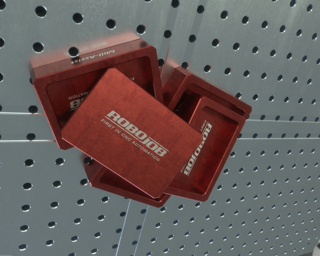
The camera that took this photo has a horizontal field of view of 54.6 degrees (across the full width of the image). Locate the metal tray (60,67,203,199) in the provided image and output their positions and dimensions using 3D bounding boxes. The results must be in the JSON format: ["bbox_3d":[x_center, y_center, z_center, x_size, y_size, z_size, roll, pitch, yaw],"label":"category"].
[{"bbox_3d":[-0.029,0.006,0.343,0.130,0.030,0.090,37,90,-17],"label":"metal tray"}]

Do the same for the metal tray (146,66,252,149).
[{"bbox_3d":[0.056,-0.017,0.426,0.131,0.030,0.090,21,107,-35],"label":"metal tray"}]

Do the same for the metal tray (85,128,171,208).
[{"bbox_3d":[-0.024,0.054,0.428,0.131,0.030,0.090,29,102,-38],"label":"metal tray"}]

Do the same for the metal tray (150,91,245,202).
[{"bbox_3d":[0.050,0.028,0.411,0.090,0.030,0.129,22,95,-36],"label":"metal tray"}]

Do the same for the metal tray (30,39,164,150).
[{"bbox_3d":[-0.064,-0.038,0.349,0.131,0.030,0.090,-20,126,-16],"label":"metal tray"}]
